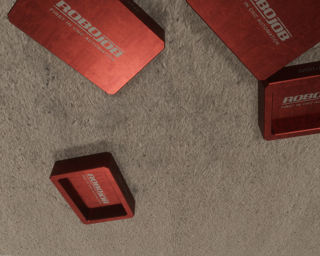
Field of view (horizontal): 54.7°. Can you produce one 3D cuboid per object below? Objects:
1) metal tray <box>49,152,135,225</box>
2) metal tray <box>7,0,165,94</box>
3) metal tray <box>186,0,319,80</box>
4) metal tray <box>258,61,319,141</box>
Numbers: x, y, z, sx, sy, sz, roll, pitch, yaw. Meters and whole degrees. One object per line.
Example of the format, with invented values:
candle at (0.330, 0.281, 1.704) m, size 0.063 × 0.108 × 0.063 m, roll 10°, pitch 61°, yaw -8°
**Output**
metal tray at (-0.100, 0.099, 0.486) m, size 0.090 × 0.030 × 0.129 m, roll -11°, pitch 130°, yaw 9°
metal tray at (-0.070, -0.103, 0.315) m, size 0.130 × 0.030 × 0.090 m, roll 37°, pitch 121°, yaw -28°
metal tray at (0.098, -0.118, 0.305) m, size 0.090 × 0.030 × 0.130 m, roll -37°, pitch 122°, yaw 27°
metal tray at (0.189, -0.035, 0.377) m, size 0.131 × 0.030 × 0.090 m, roll -9°, pitch 130°, yaw 7°
